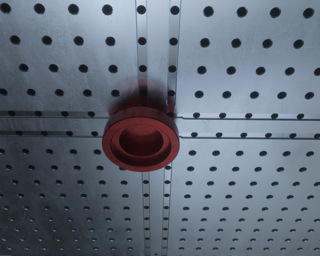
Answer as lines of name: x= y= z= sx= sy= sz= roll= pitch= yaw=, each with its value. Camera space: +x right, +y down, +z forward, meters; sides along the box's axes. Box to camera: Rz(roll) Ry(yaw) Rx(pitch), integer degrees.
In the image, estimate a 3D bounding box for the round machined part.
round machined part: x=-0.024 y=0.010 z=0.409 sx=0.099 sy=0.042 sz=0.097 roll=0 pitch=130 yaw=0
